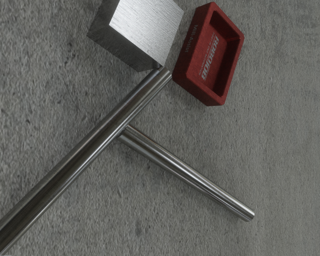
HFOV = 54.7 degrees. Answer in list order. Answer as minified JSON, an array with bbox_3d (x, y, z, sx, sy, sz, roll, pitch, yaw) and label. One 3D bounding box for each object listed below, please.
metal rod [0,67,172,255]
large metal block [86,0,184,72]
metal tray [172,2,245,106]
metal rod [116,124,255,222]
[{"bbox_3d":[-0.086,0.034,0.321,0.301,0.025,0.025,-49,119,-25],"label":"metal rod"},{"bbox_3d":[-0.027,-0.124,0.367,0.080,0.050,0.080,31,71,-36],"label":"large metal block"},{"bbox_3d":[0.076,-0.109,0.467,0.090,0.030,0.130,32,70,-36],"label":"metal tray"},{"bbox_3d":[0.052,0.076,0.451,0.301,0.025,0.025,37,67,-34],"label":"metal rod"}]
